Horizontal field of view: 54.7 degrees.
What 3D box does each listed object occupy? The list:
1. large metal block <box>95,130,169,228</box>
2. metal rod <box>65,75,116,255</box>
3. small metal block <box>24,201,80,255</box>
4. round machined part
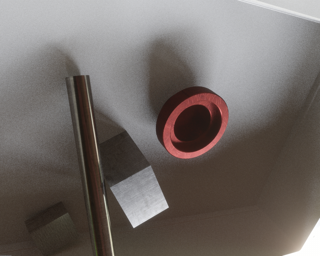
[{"bbox_3d":[-0.038,0.063,0.393,0.050,0.080,0.080,-28,128,-11],"label":"large metal block"},{"bbox_3d":[-0.070,0.092,0.347,0.025,0.025,0.298,-10,97,-24],"label":"metal rod"},{"bbox_3d":[-0.142,0.134,0.410,0.050,0.025,0.050,-28,129,-23],"label":"small metal block"},{"bbox_3d":[0.039,-0.011,0.414,0.099,0.042,0.097,-14,125,-21],"label":"round machined part"}]
